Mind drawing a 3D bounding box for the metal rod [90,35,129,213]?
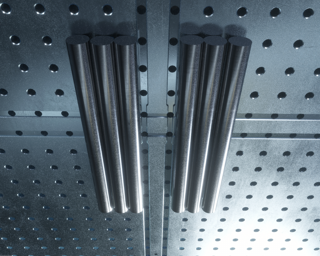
[{"bbox_3d":[-0.064,0.020,0.427,0.025,0.025,0.298,0,130,-1],"label":"metal rod"}]

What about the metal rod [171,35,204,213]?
[{"bbox_3d":[0.033,0.019,0.427,0.025,0.025,0.298,0,130,-1],"label":"metal rod"}]

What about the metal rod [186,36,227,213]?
[{"bbox_3d":[0.058,0.020,0.428,0.025,0.025,0.298,0,130,-1],"label":"metal rod"}]

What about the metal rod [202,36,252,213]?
[{"bbox_3d":[0.084,0.020,0.429,0.025,0.025,0.298,0,130,-1],"label":"metal rod"}]

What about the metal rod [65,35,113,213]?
[{"bbox_3d":[-0.089,0.019,0.426,0.025,0.025,0.298,0,130,-1],"label":"metal rod"}]

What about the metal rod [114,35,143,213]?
[{"bbox_3d":[-0.038,0.020,0.427,0.025,0.025,0.298,0,130,-1],"label":"metal rod"}]
